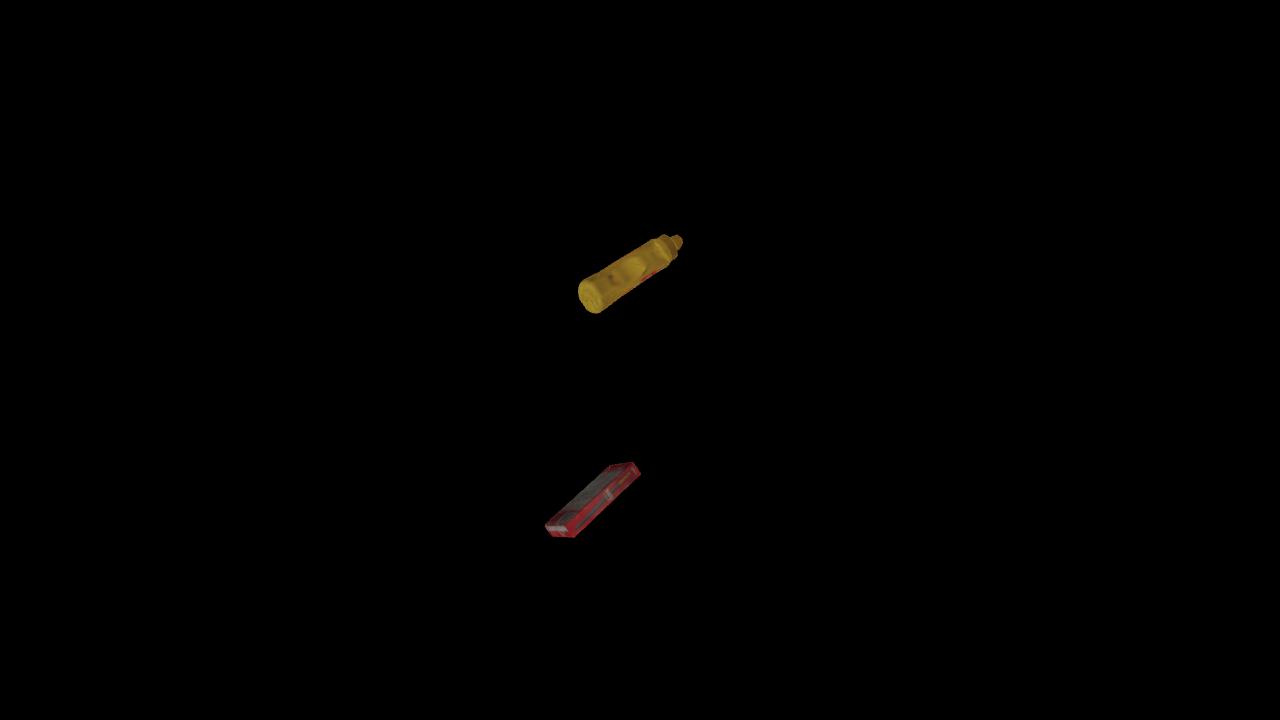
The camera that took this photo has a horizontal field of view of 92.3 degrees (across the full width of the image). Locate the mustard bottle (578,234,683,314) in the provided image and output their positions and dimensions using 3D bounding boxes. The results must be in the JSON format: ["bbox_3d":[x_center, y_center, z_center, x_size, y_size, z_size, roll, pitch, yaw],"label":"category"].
[{"bbox_3d":[-0.006,-0.142,0.944,0.184,0.054,0.092,-36,-3,-19],"label":"mustard bottle"}]

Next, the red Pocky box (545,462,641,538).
[{"bbox_3d":[-0.074,0.220,0.974,0.155,0.028,0.083,-39,8,-32],"label":"red Pocky box"}]
